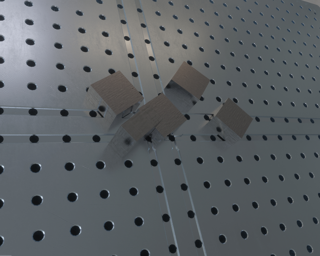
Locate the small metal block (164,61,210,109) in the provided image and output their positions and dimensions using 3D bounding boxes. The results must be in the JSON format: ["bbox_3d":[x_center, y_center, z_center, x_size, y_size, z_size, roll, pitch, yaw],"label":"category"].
[{"bbox_3d":[0.042,-0.066,0.470,0.050,0.025,0.050,35,51,-5],"label":"small metal block"}]

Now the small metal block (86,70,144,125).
[{"bbox_3d":[-0.058,-0.040,0.401,0.050,0.025,0.050,49,51,6],"label":"small metal block"}]

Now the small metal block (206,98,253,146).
[{"bbox_3d":[0.106,-0.010,0.471,0.050,0.025,0.050,41,51,0],"label":"small metal block"}]

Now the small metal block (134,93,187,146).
[{"bbox_3d":[-0.001,-0.012,0.415,0.050,0.025,0.050,48,51,5],"label":"small metal block"}]

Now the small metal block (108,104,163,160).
[{"bbox_3d":[-0.030,0.005,0.373,0.025,0.050,0.050,46,51,3],"label":"small metal block"}]
